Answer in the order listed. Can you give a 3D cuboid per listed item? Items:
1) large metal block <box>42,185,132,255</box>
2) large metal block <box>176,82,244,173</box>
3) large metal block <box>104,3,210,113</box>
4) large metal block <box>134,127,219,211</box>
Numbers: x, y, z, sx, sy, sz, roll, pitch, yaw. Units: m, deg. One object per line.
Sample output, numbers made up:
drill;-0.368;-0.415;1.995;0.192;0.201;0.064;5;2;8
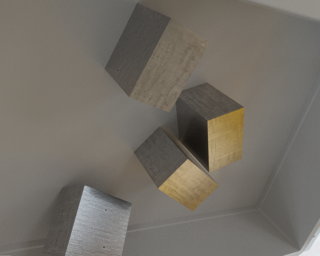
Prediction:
large metal block;-0.089;0.126;0.396;0.080;0.050;0.080;33;55;-39
large metal block;0.064;-0.003;0.408;0.050;0.080;0.079;-20;126;-17
large metal block;-0.007;-0.075;0.324;0.050;0.080;0.080;19;108;-36
large metal block;0.021;0.055;0.421;0.050;0.080;0.080;-46;130;3
